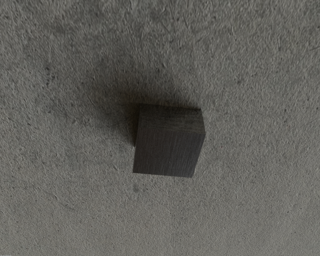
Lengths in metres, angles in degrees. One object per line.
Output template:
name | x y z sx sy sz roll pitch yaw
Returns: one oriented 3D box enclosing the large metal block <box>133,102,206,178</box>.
large metal block | 0.009 0.017 0.407 0.081 0.050 0.079 6 130 -6
